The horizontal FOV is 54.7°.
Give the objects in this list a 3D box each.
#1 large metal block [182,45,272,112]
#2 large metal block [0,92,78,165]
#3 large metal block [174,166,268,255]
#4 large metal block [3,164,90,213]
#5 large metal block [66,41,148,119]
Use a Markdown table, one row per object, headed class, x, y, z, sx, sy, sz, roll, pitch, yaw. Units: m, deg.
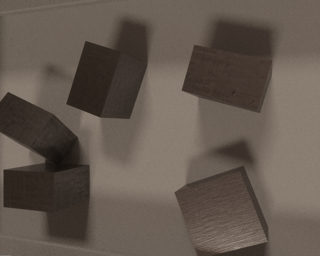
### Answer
| class | x | y | z | sx | sy | sz | roll | pitch | yaw |
| --- | --- | --- | --- | --- | --- | --- | --- | --- | --- |
| large metal block | 0.080 | -0.053 | 0.353 | 0.080 | 0.080 | 0.050 | 17 | 96 | 19 |
| large metal block | -0.177 | 0.003 | 0.434 | 0.080 | 0.080 | 0.050 | 24 | 72 | 18 |
| large metal block | 0.074 | 0.098 | 0.371 | 0.080 | 0.050 | 0.080 | -22 | 83 | 18 |
| large metal block | -0.156 | 0.080 | 0.435 | 0.080 | 0.080 | 0.050 | 0 | 90 | 19 |
| large metal block | -0.066 | -0.058 | 0.403 | 0.050 | 0.080 | 0.080 | 21 | 97 | 18 |
